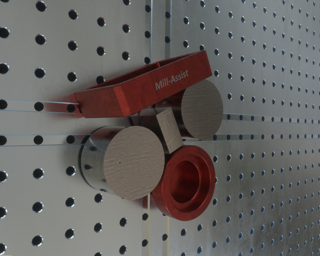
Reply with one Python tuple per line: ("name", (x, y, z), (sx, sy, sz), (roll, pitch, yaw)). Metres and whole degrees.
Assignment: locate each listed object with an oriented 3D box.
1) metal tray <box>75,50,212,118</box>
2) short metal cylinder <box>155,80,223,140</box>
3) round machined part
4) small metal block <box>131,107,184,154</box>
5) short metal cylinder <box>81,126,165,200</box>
("metal tray", (-0.016, -0.050, 0.347), (0.131, 0.090, 0.030), (-29, 109, -36))
("short metal cylinder", (0.041, -0.024, 0.422), (0.081, 0.050, 0.079), (0, 90, -40))
("round machined part", (0.027, 0.071, 0.416), (0.099, 0.042, 0.097), (0, 90, -40))
("small metal block", (-0.004, 0.003, 0.384), (0.025, 0.050, 0.050), (-32, 110, -36))
("short metal cylinder", (-0.042, 0.037, 0.353), (0.081, 0.050, 0.079), (0, 90, -40))
